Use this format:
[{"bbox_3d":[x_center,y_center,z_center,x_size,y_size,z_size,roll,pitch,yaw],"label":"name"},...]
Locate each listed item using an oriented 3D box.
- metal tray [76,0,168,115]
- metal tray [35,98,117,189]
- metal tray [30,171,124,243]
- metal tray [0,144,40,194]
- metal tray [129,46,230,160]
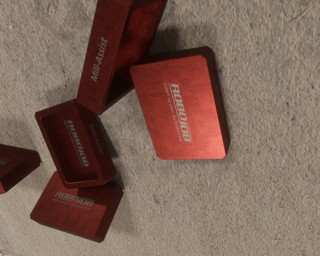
[{"bbox_3d":[-0.040,-0.086,0.331,0.030,0.090,0.129,31,128,8],"label":"metal tray"},{"bbox_3d":[-0.128,0.025,0.468,0.090,0.030,0.129,-13,101,33],"label":"metal tray"},{"bbox_3d":[-0.136,0.125,0.508,0.130,0.090,0.030,7,147,24],"label":"metal tray"},{"bbox_3d":[-0.298,0.068,0.560,0.130,0.090,0.030,7,122,24],"label":"metal tray"},{"bbox_3d":[0.026,-0.024,0.367,0.090,0.030,0.129,-4,119,25],"label":"metal tray"}]
